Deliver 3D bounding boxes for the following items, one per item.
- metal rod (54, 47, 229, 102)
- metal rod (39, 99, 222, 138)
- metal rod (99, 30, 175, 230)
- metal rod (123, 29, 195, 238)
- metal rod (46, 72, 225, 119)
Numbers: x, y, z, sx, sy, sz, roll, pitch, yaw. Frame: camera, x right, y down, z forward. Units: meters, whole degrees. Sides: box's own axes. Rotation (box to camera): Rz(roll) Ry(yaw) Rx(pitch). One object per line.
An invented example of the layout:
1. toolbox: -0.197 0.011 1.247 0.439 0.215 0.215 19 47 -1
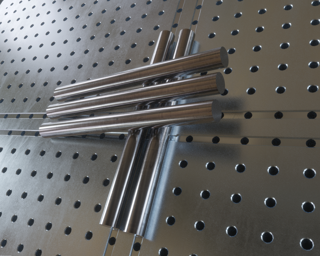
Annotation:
1. metal rod: -0.048 -0.070 0.448 0.300 0.025 0.025 -6 59 34
2. metal rod: -0.062 -0.007 0.416 0.300 0.025 0.025 -5 59 35
3. metal rod: -0.024 -0.014 0.428 0.025 0.025 0.300 1 62 28
4. metal rod: 0.006 -0.011 0.411 0.025 0.025 0.300 1 62 28
5. metal rod: -0.055 -0.039 0.433 0.300 0.025 0.025 -6 59 34
